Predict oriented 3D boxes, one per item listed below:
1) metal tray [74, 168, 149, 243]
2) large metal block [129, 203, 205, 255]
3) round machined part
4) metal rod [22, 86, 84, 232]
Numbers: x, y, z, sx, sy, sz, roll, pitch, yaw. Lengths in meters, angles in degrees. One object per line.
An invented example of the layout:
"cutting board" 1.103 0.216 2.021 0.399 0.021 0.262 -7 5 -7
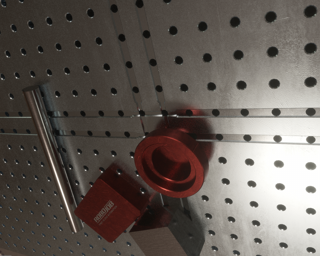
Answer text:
"metal tray" -0.087 0.138 0.537 0.090 0.030 0.129 39 129 1
"large metal block" 0.012 0.174 0.495 0.080 0.050 0.080 -22 107 36
"round machined part" 0.019 0.042 0.415 0.098 0.042 0.097 13 124 20
"metal rod" -0.182 0.069 0.546 0.025 0.025 0.298 7 122 24
